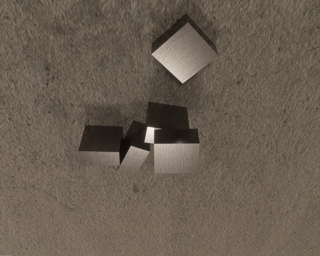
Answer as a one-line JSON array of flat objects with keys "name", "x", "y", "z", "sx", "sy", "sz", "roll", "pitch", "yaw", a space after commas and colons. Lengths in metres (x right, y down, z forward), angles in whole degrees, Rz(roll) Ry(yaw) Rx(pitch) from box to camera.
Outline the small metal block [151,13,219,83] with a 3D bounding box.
[{"name": "small metal block", "x": 0.027, "y": -0.085, "z": 0.335, "sx": 0.050, "sy": 0.025, "sz": 0.050, "roll": -36, "pitch": 122, "yaw": 26}]

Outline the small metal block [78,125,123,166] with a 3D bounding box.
[{"name": "small metal block", "x": -0.076, "y": 0.023, "z": 0.409, "sx": 0.050, "sy": 0.050, "sz": 0.025, "roll": 2, "pitch": 130, "yaw": -2}]

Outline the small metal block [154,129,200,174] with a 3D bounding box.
[{"name": "small metal block", "x": 0.019, "y": 0.028, "z": 0.366, "sx": 0.050, "sy": 0.025, "sz": 0.050, "roll": 0, "pitch": 131, "yaw": -1}]

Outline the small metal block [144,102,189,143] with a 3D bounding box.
[{"name": "small metal block", "x": 0.008, "y": -0.005, "z": 0.387, "sx": 0.050, "sy": 0.050, "sz": 0.025, "roll": 8, "pitch": 130, "yaw": -7}]

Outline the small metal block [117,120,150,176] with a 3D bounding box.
[{"name": "small metal block", "x": -0.034, "y": 0.027, "z": 0.413, "sx": 0.025, "sy": 0.050, "sz": 0.050, "roll": 19, "pitch": 128, "yaw": -16}]
